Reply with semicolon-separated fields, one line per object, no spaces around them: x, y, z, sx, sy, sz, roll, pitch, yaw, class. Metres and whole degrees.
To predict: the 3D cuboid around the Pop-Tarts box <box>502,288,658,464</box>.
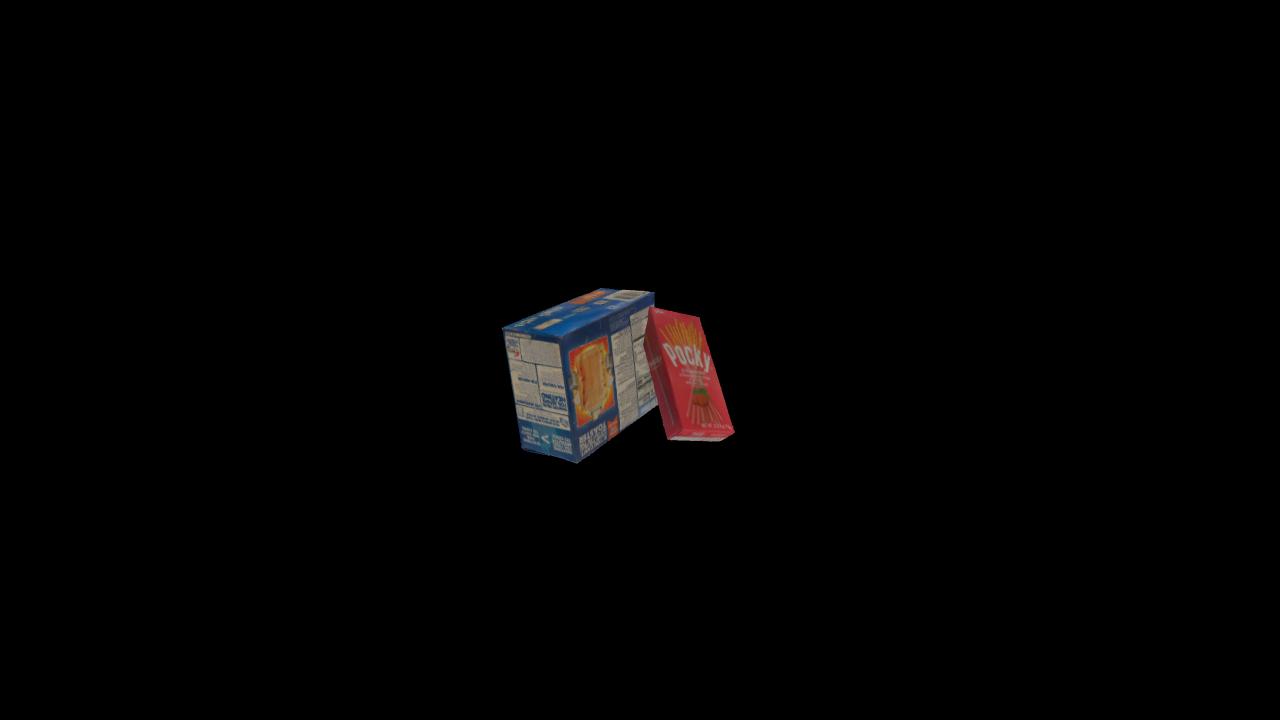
-0.056;0.009;0.682;0.083;0.141;0.167;9;25;34;Pop-Tarts box

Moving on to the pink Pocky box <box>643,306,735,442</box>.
0.051;0.015;0.697;0.084;0.155;0.029;9;-33;-40;pink Pocky box
